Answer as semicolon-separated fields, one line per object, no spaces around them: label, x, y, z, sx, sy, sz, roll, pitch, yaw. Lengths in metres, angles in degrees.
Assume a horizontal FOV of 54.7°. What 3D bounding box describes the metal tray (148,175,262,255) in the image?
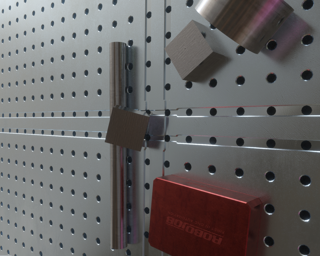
metal tray;0.047;0.113;0.366;0.130;0.030;0.089;8;95;39

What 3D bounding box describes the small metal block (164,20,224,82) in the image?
small metal block;0.040;-0.092;0.375;0.050;0.025;0.050;-40;66;32

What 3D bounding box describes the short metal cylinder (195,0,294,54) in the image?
short metal cylinder;0.082;-0.118;0.305;0.080;0.081;0.050;51;120;27

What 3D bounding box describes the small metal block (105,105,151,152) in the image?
small metal block;-0.044;0.000;0.427;0.050;0.025;0.050;15;102;0

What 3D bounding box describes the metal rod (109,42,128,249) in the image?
metal rod;-0.061;0.025;0.457;0.025;0.025;0.298;-1;90;39
